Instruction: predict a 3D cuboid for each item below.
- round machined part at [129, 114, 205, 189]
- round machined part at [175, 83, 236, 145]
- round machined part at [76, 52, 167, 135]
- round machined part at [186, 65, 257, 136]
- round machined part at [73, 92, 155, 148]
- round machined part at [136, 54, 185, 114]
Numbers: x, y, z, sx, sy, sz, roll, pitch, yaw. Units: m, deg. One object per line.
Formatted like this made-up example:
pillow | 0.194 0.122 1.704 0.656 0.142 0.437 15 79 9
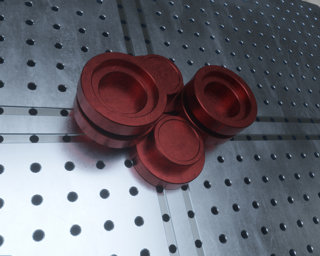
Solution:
round machined part | 0.015 0.024 0.389 0.099 0.042 0.098 13 56 -21
round machined part | 0.064 -0.019 0.442 0.099 0.042 0.098 13 56 -21
round machined part | -0.045 -0.035 0.352 0.099 0.042 0.098 13 56 -21
round machined part | 0.078 -0.033 0.417 0.099 0.042 0.098 13 56 -21
round machined part | -0.056 -0.019 0.378 0.099 0.042 0.098 13 56 -21
round machined part | -0.007 -0.063 0.431 0.099 0.042 0.098 13 56 -21
